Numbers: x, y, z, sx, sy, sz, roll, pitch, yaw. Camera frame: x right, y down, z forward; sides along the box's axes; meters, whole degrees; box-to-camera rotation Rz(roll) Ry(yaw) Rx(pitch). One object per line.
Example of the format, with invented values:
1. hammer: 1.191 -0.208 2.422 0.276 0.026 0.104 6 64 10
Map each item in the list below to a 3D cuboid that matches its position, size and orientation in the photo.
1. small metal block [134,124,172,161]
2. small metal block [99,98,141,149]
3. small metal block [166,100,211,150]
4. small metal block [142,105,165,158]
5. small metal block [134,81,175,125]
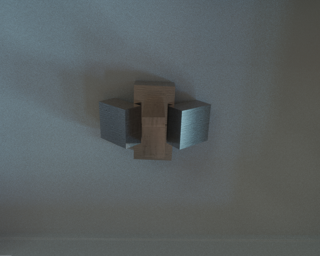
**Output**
1. small metal block: -0.009 0.015 0.414 0.050 0.025 0.050 2 110 -1
2. small metal block: -0.051 -0.007 0.392 0.050 0.025 0.050 19 117 39
3. small metal block: 0.036 -0.005 0.395 0.050 0.025 0.050 -15 116 -37
4. small metal block: -0.007 0.003 0.370 0.025 0.050 0.050 0 110 -1
5. small metal block: -0.008 -0.032 0.396 0.050 0.025 0.050 2 110 -2
